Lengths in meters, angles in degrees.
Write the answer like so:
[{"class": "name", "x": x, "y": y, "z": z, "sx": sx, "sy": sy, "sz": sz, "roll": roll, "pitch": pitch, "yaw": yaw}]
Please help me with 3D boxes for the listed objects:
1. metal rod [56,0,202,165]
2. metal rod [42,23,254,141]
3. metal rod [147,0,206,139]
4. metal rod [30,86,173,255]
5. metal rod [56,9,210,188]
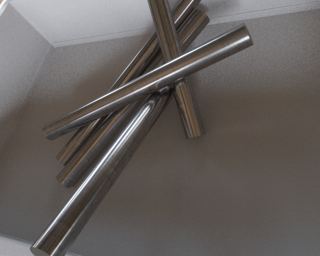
[{"class": "metal rod", "x": -0.046, "y": -0.068, "z": 0.436, "sx": 0.299, "sy": 0.025, "sz": 0.025, "roll": -51, "pitch": 51, "yaw": 4}, {"class": "metal rod", "x": -0.034, "y": -0.046, "z": 0.384, "sx": 0.300, "sy": 0.025, "sz": 0.025, "roll": -22, "pitch": 53, "yaw": 25}, {"class": "metal rod", "x": 0.005, "y": -0.133, "z": 0.390, "sx": 0.025, "sy": 0.025, "sz": 0.298, "roll": -17, "pitch": 85, "yaw": 18}, {"class": "metal rod", "x": -0.028, "y": 0.007, "z": 0.338, "sx": 0.025, "sy": 0.025, "sz": 0.301, "roll": 2, "pitch": 38, "yaw": 29}, {"class": "metal rod", "x": -0.037, "y": -0.040, "z": 0.428, "sx": 0.300, "sy": 0.025, "sz": 0.025, "roll": -50, "pitch": 52, "yaw": 0}]
